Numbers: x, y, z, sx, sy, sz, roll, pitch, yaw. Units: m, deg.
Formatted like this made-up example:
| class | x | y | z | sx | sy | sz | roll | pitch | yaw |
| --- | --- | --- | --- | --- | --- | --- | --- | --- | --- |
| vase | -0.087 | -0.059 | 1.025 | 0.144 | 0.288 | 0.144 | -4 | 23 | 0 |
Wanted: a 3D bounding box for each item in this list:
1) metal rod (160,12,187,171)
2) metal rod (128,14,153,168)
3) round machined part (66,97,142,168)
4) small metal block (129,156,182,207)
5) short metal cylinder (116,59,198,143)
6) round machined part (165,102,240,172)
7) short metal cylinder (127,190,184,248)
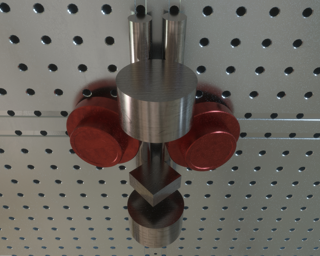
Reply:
| class | x | y | z | sx | sy | sz | roll | pitch | yaw |
| --- | --- | --- | --- | --- | --- | --- | --- | --- | --- |
| metal rod | 0.013 | 0.000 | 0.411 | 0.025 | 0.025 | 0.298 | 0 | 130 | -1 |
| metal rod | -0.022 | 0.002 | 0.411 | 0.025 | 0.025 | 0.298 | 0 | 130 | -1 |
| round machined part | -0.074 | 0.012 | 0.394 | 0.098 | 0.042 | 0.097 | 9 | 131 | 10 |
| small metal block | -0.007 | 0.072 | 0.425 | 0.050 | 0.050 | 0.025 | -29 | 139 | -32 |
| short metal cylinder | -0.003 | -0.030 | 0.321 | 0.081 | 0.080 | 0.050 | 1 | 130 | -1 |
| round machined part | 0.058 | 0.018 | 0.399 | 0.099 | 0.042 | 0.097 | -10 | 132 | -11 |
| short metal cylinder | -0.006 | 0.126 | 0.454 | 0.081 | 0.080 | 0.050 | 1 | 130 | -1 |
